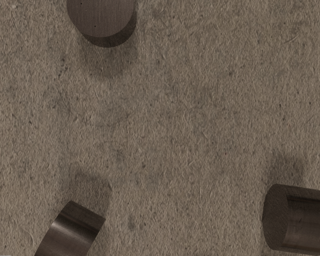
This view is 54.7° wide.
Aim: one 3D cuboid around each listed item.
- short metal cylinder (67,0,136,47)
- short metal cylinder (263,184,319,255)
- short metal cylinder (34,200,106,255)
[{"bbox_3d":[-0.072,-0.149,0.396,0.081,0.050,0.079,0,90,-1],"label":"short metal cylinder"},{"bbox_3d":[0.167,0.113,0.385,0.050,0.080,0.080,8,90,0],"label":"short metal cylinder"},{"bbox_3d":[-0.109,0.137,0.381,0.050,0.080,0.080,29,90,0],"label":"short metal cylinder"}]
